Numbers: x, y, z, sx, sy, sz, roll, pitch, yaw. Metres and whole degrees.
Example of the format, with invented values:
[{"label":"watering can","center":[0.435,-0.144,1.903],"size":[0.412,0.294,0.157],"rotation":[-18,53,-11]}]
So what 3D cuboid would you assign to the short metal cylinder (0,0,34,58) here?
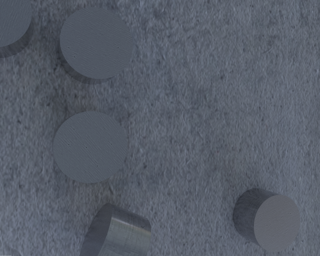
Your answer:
[{"label":"short metal cylinder","center":[-0.179,-0.119,0.329],"size":[0.081,0.050,0.079],"rotation":[0,90,-21]}]

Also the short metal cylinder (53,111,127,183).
[{"label":"short metal cylinder","center":[-0.084,0.021,0.365],"size":[0.081,0.050,0.079],"rotation":[0,90,-21]}]

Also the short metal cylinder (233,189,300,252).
[{"label":"short metal cylinder","center":[0.156,0.133,0.455],"size":[0.081,0.050,0.079],"rotation":[0,90,-20]}]

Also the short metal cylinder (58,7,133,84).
[{"label":"short metal cylinder","center":[-0.078,-0.094,0.367],"size":[0.081,0.050,0.079],"rotation":[0,90,-21]}]

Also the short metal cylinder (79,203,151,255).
[{"label":"short metal cylinder","center":[-0.053,0.135,0.361],"size":[0.050,0.080,0.080],"rotation":[28,81,-18]}]
